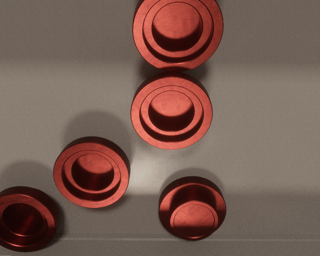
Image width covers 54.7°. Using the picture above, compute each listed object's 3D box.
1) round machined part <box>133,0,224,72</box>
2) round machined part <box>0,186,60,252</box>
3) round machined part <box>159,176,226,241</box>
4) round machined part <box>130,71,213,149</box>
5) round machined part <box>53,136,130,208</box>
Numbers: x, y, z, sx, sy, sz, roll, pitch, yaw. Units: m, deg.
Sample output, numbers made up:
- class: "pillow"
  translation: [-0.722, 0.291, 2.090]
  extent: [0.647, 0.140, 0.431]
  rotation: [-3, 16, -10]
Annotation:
- class: "round machined part"
  translation: [0.019, -0.117, 0.350]
  extent: [0.099, 0.042, 0.097]
  rotation: [-2, 127, -2]
- class: "round machined part"
  translation: [-0.193, 0.126, 0.446]
  extent: [0.099, 0.042, 0.097]
  rotation: [0, 110, -1]
- class: "round machined part"
  translation: [0.047, 0.123, 0.448]
  extent: [0.099, 0.042, 0.097]
  rotation: [0, 110, -1]
- class: "round machined part"
  translation: [0.014, -0.025, 0.389]
  extent: [0.099, 0.042, 0.097]
  rotation: [0, 118, 1]
- class: "round machined part"
  translation: [-0.089, 0.056, 0.422]
  extent: [0.099, 0.042, 0.097]
  rotation: [0, 110, -1]
